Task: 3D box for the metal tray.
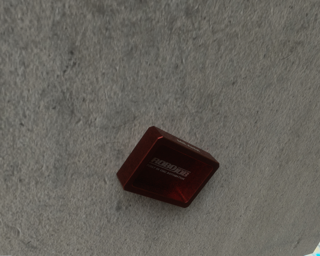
[{"bbox_3d":[0.015,0.061,0.448,0.131,0.030,0.090,27,104,-37],"label":"metal tray"}]
